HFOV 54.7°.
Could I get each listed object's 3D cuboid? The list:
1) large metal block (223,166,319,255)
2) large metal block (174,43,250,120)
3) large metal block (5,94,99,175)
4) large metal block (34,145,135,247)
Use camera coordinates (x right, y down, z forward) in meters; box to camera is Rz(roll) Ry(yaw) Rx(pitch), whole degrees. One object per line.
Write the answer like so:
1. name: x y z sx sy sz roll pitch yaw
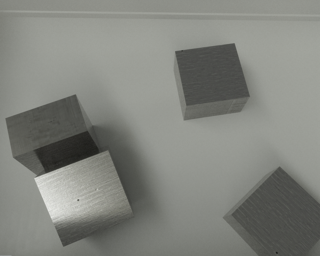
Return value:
1. large metal block: 0.134 0.105 0.359 0.080 0.050 0.080 -40 75 -13
2. large metal block: 0.066 -0.062 0.419 0.081 0.050 0.080 -9 70 -3
3. large metal block: -0.122 0.013 0.372 0.080 0.080 0.050 -20 65 -7
4. large metal block: -0.083 0.073 0.354 0.080 0.050 0.080 -21 96 -8
